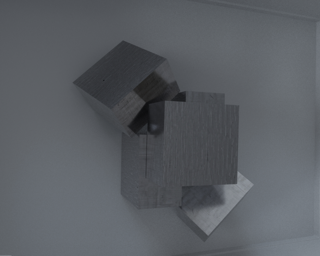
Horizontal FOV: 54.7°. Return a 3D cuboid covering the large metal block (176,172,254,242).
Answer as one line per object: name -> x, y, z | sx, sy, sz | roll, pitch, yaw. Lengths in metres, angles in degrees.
large metal block -> 0.067, 0.094, 0.396 | 0.080, 0.080, 0.050 | -43, 69, -15

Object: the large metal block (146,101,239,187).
large metal block -> 0.033, 0.015, 0.322 | 0.081, 0.050, 0.080 | 2, 90, -20

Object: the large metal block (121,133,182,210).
large metal block -> -0.013, 0.047, 0.375 | 0.050, 0.080, 0.080 | 1, 90, -20

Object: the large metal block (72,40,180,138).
large metal block -> -0.038, -0.047, 0.358 | 0.080, 0.080, 0.050 | -45, 139, -15

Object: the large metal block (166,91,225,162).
large metal block -> 0.038, -0.001, 0.392 | 0.050, 0.080, 0.080 | 1, 90, -20
